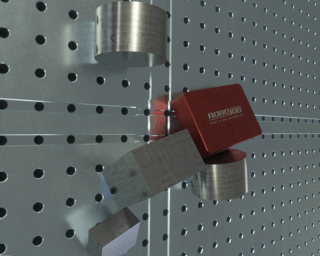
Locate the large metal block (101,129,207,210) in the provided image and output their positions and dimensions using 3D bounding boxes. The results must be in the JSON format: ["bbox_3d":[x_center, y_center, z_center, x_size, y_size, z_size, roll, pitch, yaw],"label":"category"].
[{"bbox_3d":[-0.009,0.048,0.358,0.081,0.080,0.050,-20,80,-38],"label":"large metal block"}]

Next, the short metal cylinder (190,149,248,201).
[{"bbox_3d":[0.083,0.063,0.441,0.081,0.080,0.050,-14,104,-39],"label":"short metal cylinder"}]

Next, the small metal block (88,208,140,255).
[{"bbox_3d":[-0.052,0.124,0.350,0.050,0.025,0.050,-26,142,-37],"label":"small metal block"}]

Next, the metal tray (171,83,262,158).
[{"bbox_3d":[0.088,-0.014,0.460,0.131,0.030,0.090,-14,78,-39],"label":"metal tray"}]

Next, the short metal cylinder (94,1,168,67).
[{"bbox_3d":[-0.032,-0.101,0.346,0.081,0.080,0.050,1,90,-40],"label":"short metal cylinder"}]
